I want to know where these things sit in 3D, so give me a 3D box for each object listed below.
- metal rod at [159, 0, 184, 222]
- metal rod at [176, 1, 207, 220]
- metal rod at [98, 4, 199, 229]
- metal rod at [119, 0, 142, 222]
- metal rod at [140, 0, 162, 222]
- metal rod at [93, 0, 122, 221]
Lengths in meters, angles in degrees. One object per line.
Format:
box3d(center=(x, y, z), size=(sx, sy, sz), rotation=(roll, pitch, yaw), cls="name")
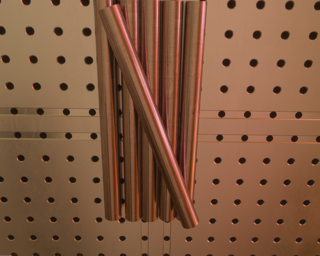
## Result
box3d(center=(0.013, -0.008, 0.411), size=(0.025, 0.025, 0.298), rotation=(1, 110, 0), cls="metal rod")
box3d(center=(0.039, -0.007, 0.411), size=(0.025, 0.025, 0.298), rotation=(1, 110, -1), cls="metal rod")
box3d(center=(-0.007, 0.001, 0.387), size=(0.025, 0.025, 0.299), rotation=(-18, 109, 6), cls="metal rod")
box3d(center=(-0.037, -0.008, 0.409), size=(0.025, 0.025, 0.298), rotation=(1, 110, 0), cls="metal rod")
box3d(center=(-0.013, -0.008, 0.409), size=(0.025, 0.025, 0.298), rotation=(1, 110, 0), cls="metal rod")
box3d(center=(-0.067, -0.010, 0.408), size=(0.025, 0.025, 0.298), rotation=(1, 110, 0), cls="metal rod")
